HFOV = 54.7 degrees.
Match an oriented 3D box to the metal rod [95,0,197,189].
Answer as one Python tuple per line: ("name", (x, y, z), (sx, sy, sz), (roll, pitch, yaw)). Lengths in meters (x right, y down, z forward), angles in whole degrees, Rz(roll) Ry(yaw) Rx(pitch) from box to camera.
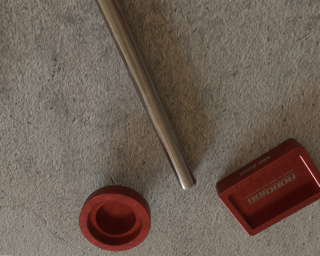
("metal rod", (-0.018, -0.050, 0.390), (0.025, 0.025, 0.299), (-22, 109, 7))

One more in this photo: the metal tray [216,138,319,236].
("metal tray", (0.158, 0.086, 0.441), (0.130, 0.030, 0.090), (-35, 107, 11))

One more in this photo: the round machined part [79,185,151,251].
("round machined part", (-0.062, 0.124, 0.446), (0.099, 0.042, 0.097), (0, 110, -1))
